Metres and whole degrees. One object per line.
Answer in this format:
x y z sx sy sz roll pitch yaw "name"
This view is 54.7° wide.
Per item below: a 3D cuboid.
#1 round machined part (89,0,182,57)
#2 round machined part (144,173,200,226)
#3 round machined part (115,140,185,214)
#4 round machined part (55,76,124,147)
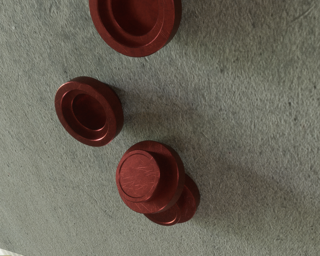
-0.022 -0.128 0.328 0.098 0.042 0.097 13 124 21 "round machined part"
0.006 0.105 0.458 0.098 0.042 0.097 13 124 21 "round machined part"
-0.020 0.064 0.413 0.098 0.042 0.098 -7 76 29 "round machined part"
-0.092 -0.026 0.428 0.098 0.042 0.097 13 124 21 "round machined part"
